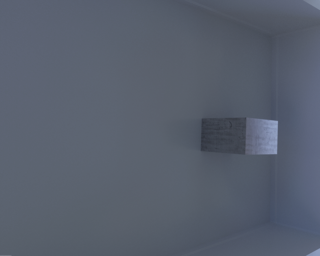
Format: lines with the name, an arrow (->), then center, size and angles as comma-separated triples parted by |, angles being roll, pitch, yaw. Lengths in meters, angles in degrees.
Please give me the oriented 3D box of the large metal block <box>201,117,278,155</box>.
large metal block -> 0.120, 0.012, 0.470 | 0.081, 0.080, 0.050 | 3, 88, -40
